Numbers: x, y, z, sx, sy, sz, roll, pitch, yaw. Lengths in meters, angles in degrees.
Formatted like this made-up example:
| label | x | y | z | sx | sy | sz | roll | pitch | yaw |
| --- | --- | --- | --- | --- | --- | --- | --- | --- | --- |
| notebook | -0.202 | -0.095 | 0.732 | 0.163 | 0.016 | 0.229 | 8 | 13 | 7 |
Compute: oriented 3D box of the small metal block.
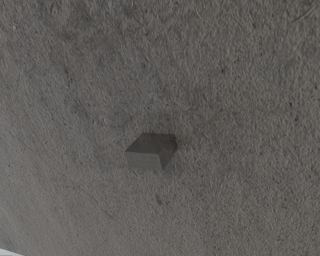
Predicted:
| label | x | y | z | sx | sy | sz | roll | pitch | yaw |
| --- | --- | --- | --- | --- | --- | --- | --- | --- | --- |
| small metal block | -0.011 | 0.030 | 0.416 | 0.050 | 0.050 | 0.025 | 2 | 119 | 27 |
